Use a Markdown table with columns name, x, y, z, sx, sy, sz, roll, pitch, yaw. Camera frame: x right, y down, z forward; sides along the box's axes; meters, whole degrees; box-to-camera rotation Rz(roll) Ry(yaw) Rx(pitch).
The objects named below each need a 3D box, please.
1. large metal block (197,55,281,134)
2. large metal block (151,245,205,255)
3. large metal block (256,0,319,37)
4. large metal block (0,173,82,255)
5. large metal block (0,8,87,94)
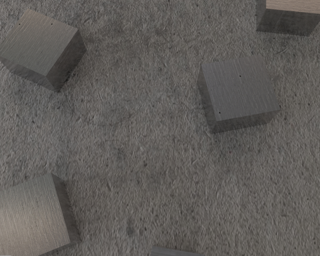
| name | x | y | z | sx | sy | sz | roll | pitch | yaw |
| --- | --- | --- | --- | --- | --- | --- | --- | --- | --- |
| large metal block | 0.100 | -0.044 | 0.411 | 0.081 | 0.050 | 0.080 | -10 | 70 | -4 |
| large metal block | 0.011 | 0.167 | 0.318 | 0.050 | 0.080 | 0.080 | 9 | 70 | 3 |
| large metal block | 0.192 | -0.190 | 0.465 | 0.080 | 0.050 | 0.080 | 7 | 70 | 2 |
| large metal block | -0.146 | 0.107 | 0.355 | 0.080 | 0.050 | 0.080 | -20 | 71 | -7 |
| large metal block | -0.163 | -0.107 | 0.433 | 0.080 | 0.050 | 0.080 | 24 | 72 | 8 |
